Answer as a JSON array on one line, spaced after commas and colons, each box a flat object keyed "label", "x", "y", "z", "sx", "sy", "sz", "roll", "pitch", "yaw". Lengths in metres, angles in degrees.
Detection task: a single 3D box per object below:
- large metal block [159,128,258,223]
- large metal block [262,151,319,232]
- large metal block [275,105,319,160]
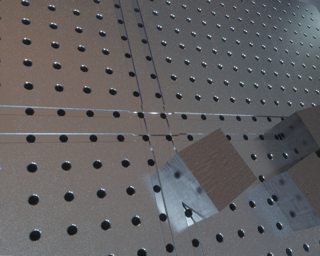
[{"label": "large metal block", "x": 0.061, "y": 0.058, "z": 0.392, "sx": 0.081, "sy": 0.050, "sz": 0.080, "roll": -26, "pitch": 76, "yaw": -37}, {"label": "large metal block", "x": 0.212, "y": 0.091, "z": 0.453, "sx": 0.081, "sy": 0.050, "sz": 0.080, "roll": -21, "pitch": 73, "yaw": -36}, {"label": "large metal block", "x": 0.258, "y": 0.012, "z": 0.527, "sx": 0.081, "sy": 0.050, "sz": 0.080, "roll": -13, "pitch": 69, "yaw": -34}]
